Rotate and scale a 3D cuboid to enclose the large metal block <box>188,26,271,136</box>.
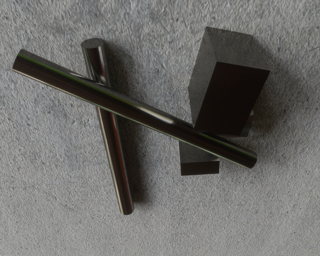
[{"bbox_3d":[0.067,-0.050,0.329,0.050,0.080,0.079,8,129,-7],"label":"large metal block"}]

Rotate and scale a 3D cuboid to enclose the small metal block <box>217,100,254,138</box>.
[{"bbox_3d":[0.087,-0.010,0.391,0.050,0.025,0.050,-4,147,3],"label":"small metal block"}]

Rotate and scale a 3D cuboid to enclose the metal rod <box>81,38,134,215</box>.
[{"bbox_3d":[-0.063,0.023,0.425,0.025,0.025,0.298,-3,130,2],"label":"metal rod"}]

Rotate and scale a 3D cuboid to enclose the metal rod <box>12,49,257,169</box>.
[{"bbox_3d":[-0.012,-0.013,0.360,0.302,0.025,0.025,23,126,-18],"label":"metal rod"}]

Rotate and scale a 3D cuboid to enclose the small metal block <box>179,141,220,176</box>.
[{"bbox_3d":[0.052,0.037,0.423,0.050,0.050,0.025,-4,130,3],"label":"small metal block"}]
